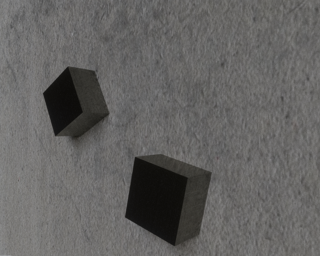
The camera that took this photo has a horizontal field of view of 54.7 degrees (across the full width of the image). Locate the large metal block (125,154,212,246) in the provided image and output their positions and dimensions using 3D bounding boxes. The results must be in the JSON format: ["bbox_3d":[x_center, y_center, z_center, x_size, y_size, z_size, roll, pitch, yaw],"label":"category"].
[{"bbox_3d":[0.009,0.083,0.380,0.080,0.050,0.079,16,100,38],"label":"large metal block"}]

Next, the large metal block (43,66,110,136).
[{"bbox_3d":[-0.136,-0.040,0.498,0.080,0.050,0.080,-33,70,34],"label":"large metal block"}]
